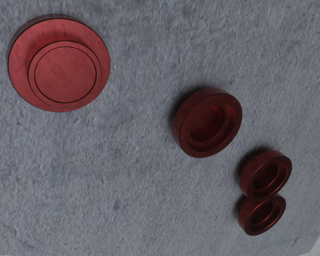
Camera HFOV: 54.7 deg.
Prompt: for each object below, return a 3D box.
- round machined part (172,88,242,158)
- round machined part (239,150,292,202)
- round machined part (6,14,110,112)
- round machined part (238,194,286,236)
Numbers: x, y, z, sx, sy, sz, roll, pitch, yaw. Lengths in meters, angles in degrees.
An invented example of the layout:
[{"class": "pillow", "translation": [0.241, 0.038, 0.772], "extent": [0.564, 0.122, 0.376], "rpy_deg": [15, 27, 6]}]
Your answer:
[{"class": "round machined part", "translation": [0.060, -0.010, 0.424], "extent": [0.099, 0.042, 0.097], "rpy_deg": [-14, 125, -21]}, {"class": "round machined part", "translation": [0.179, 0.079, 0.546], "extent": [0.099, 0.042, 0.097], "rpy_deg": [-14, 124, -21]}, {"class": "round machined part", "translation": [-0.097, -0.059, 0.307], "extent": [0.099, 0.042, 0.097], "rpy_deg": [-14, 125, -21]}, {"class": "round machined part", "translation": [0.192, 0.158, 0.602], "extent": [0.099, 0.042, 0.097], "rpy_deg": [-14, 125, -21]}]
